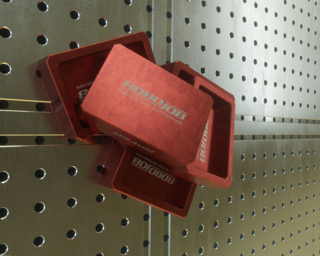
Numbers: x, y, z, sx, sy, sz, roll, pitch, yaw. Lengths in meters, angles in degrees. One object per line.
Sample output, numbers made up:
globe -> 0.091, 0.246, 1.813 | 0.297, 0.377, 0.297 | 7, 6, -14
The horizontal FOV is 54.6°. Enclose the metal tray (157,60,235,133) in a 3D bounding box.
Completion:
metal tray -> 0.050, -0.027, 0.445 | 0.131, 0.030, 0.090 | 24, 75, -36

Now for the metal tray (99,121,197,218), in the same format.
metal tray -> -0.004, 0.054, 0.402 | 0.130, 0.030, 0.090 | 33, 70, -35

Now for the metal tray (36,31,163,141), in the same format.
metal tray -> -0.059, -0.051, 0.355 | 0.131, 0.030, 0.090 | -28, 107, -36

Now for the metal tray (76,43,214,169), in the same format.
metal tray -> -0.012, -0.023, 0.342 | 0.131, 0.030, 0.090 | 28, 63, -13

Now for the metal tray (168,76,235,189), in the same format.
metal tray -> 0.060, 0.008, 0.414 | 0.090, 0.030, 0.130 | 25, 63, -37
